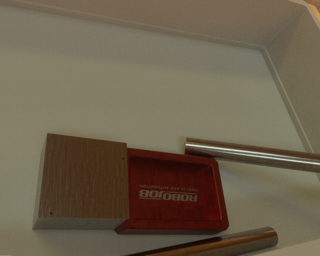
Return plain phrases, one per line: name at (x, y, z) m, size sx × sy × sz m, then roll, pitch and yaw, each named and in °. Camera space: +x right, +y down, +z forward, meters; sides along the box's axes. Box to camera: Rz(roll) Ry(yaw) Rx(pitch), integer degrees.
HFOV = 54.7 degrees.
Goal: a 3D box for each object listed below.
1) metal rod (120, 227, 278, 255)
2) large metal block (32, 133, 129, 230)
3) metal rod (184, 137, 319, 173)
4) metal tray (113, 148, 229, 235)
metal rod at (0.009, 0.138, 0.327) m, size 0.303 × 0.025 × 0.025 m, roll 1°, pitch 62°, yaw -28°
large metal block at (-0.079, 0.057, 0.313) m, size 0.081 × 0.050 × 0.080 m, roll 9°, pitch 58°, yaw -24°
metal rod at (0.183, 0.043, 0.404) m, size 0.302 × 0.025 × 0.025 m, roll 7°, pitch 55°, yaw 3°
metal tray at (0.013, 0.076, 0.364) m, size 0.131 × 0.030 × 0.090 m, roll 9°, pitch 58°, yaw -24°
